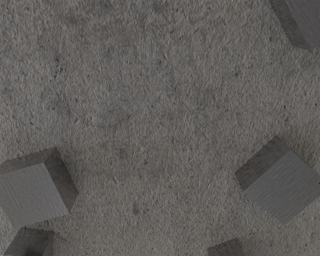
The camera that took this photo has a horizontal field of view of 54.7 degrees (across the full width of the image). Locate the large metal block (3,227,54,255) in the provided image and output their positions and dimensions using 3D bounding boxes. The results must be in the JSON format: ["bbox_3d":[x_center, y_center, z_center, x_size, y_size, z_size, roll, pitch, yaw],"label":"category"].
[{"bbox_3d":[-0.196,0.207,0.455,0.050,0.080,0.079,9,110,-3],"label":"large metal block"}]

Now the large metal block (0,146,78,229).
[{"bbox_3d":[-0.171,0.081,0.425,0.080,0.050,0.080,-16,110,6],"label":"large metal block"}]

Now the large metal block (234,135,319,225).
[{"bbox_3d":[0.164,0.071,0.424,0.080,0.050,0.080,39,105,-13],"label":"large metal block"}]

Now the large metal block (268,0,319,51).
[{"bbox_3d":[0.176,-0.145,0.344,0.080,0.050,0.080,-33,107,11],"label":"large metal block"}]

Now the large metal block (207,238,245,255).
[{"bbox_3d":[0.115,0.230,0.466,0.050,0.080,0.080,-24,109,9],"label":"large metal block"}]
